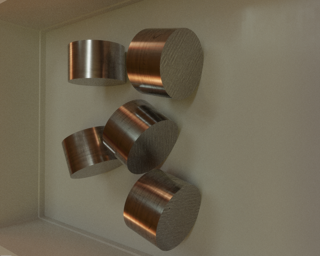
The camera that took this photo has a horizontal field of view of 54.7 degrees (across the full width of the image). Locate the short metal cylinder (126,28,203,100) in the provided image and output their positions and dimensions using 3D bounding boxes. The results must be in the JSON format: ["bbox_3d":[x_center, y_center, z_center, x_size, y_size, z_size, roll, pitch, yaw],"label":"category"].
[{"bbox_3d":[0.007,-0.076,0.363,0.050,0.081,0.079,14,99,39],"label":"short metal cylinder"}]

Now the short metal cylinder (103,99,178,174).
[{"bbox_3d":[-0.024,0.011,0.389,0.050,0.081,0.079,39,114,32],"label":"short metal cylinder"}]

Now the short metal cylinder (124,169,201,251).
[{"bbox_3d":[0.004,0.095,0.366,0.050,0.081,0.079,20,103,38],"label":"short metal cylinder"}]

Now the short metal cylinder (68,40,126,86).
[{"bbox_3d":[-0.090,-0.090,0.443,0.080,0.081,0.050,-1,90,39],"label":"short metal cylinder"}]

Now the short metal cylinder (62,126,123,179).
[{"bbox_3d":[-0.095,0.036,0.447,0.080,0.081,0.050,-31,71,35],"label":"short metal cylinder"}]
